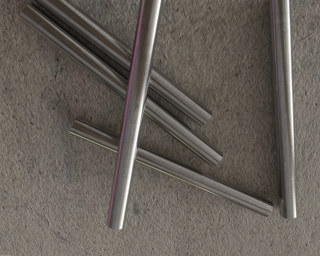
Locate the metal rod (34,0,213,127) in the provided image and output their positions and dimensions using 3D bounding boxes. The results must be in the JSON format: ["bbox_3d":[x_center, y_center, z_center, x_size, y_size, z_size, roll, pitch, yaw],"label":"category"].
[{"bbox_3d":[-0.058,-0.098,0.372,0.301,0.025,0.025,36,106,-13],"label":"metal rod"}]

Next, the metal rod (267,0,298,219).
[{"bbox_3d":[0.163,-0.011,0.406,0.025,0.025,0.298,-10,110,3],"label":"metal rod"}]

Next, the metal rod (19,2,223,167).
[{"bbox_3d":[-0.038,-0.046,0.392,0.301,0.025,0.025,38,106,-13],"label":"metal rod"}]

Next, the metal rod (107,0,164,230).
[{"bbox_3d":[-0.034,-0.005,0.379,0.025,0.025,0.298,10,110,-4],"label":"metal rod"}]

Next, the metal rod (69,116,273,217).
[{"bbox_3d":[0.022,0.057,0.430,0.301,0.025,0.025,24,108,-9],"label":"metal rod"}]
